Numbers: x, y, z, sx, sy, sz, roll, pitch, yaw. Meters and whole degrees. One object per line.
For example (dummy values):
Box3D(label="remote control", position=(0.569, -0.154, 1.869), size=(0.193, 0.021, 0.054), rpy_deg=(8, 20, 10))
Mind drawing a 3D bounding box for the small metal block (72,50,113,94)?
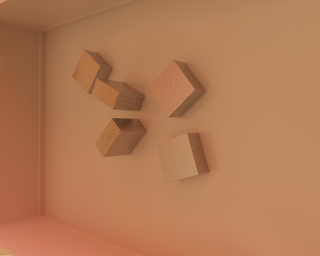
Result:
Box3D(label="small metal block", position=(-0.108, -0.088, 0.493), size=(0.050, 0.025, 0.050), rpy_deg=(46, 117, 30))

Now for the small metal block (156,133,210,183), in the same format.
Box3D(label="small metal block", position=(0.027, 0.037, 0.383), size=(0.050, 0.025, 0.050), rpy_deg=(-23, 76, 37))

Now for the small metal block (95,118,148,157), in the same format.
Box3D(label="small metal block", position=(-0.054, 0.013, 0.433), size=(0.025, 0.050, 0.050), rpy_deg=(52, 120, 27))

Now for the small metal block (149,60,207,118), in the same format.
Box3D(label="small metal block", position=(0.021, -0.048, 0.388), size=(0.050, 0.025, 0.050), rpy_deg=(-46, 63, 30))

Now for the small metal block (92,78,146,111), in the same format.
Box3D(label="small metal block", position=(-0.058, -0.047, 0.436), size=(0.050, 0.050, 0.025), rpy_deg=(33, 111, 34))
